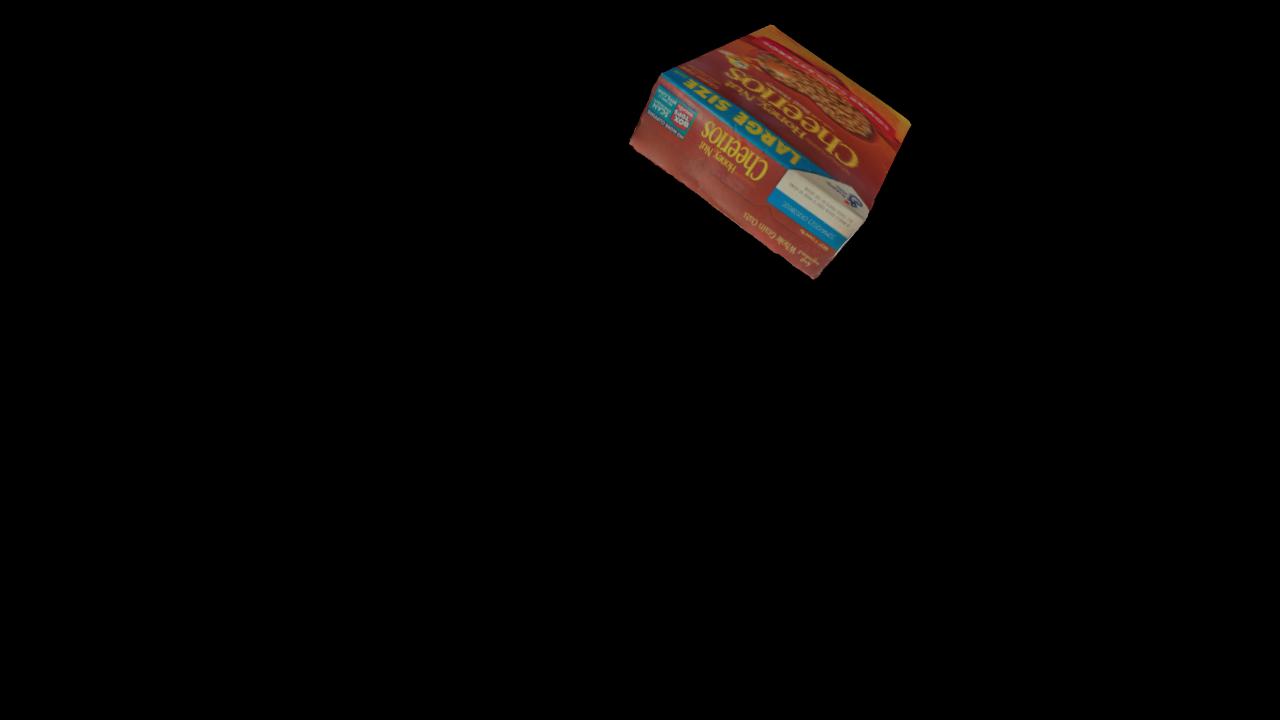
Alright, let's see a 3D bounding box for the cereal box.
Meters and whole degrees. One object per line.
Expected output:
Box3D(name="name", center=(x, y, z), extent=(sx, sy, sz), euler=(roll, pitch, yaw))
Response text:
Box3D(name="cereal box", center=(0.147, -0.224, 0.608), extent=(0.203, 0.081, 0.306), euler=(37, 43, 3))
